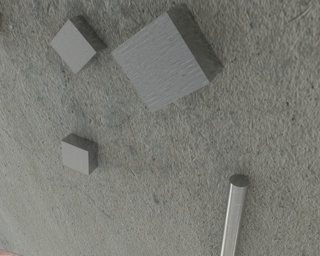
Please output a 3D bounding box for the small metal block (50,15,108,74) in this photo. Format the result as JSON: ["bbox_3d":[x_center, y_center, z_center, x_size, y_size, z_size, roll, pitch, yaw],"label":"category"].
[{"bbox_3d":[-0.104,-0.105,0.394,0.050,0.025,0.050,-32,101,38],"label":"small metal block"}]

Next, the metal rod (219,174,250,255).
[{"bbox_3d":[0.103,0.194,0.471,0.025,0.025,0.298,12,124,21],"label":"metal rod"}]

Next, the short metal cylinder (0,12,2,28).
[{"bbox_3d":[-0.266,-0.145,0.418,0.050,0.080,0.080,-31,101,37],"label":"short metal cylinder"}]

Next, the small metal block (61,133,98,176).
[{"bbox_3d":[-0.129,0.042,0.498,0.050,0.025,0.050,19,126,16],"label":"small metal block"}]

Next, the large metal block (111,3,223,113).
[{"bbox_3d":[0.009,-0.075,0.339,0.080,0.050,0.080,-25,105,36],"label":"large metal block"}]
